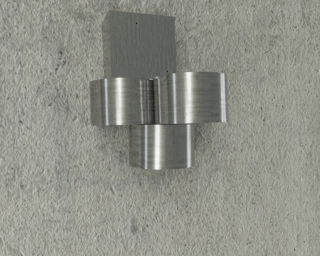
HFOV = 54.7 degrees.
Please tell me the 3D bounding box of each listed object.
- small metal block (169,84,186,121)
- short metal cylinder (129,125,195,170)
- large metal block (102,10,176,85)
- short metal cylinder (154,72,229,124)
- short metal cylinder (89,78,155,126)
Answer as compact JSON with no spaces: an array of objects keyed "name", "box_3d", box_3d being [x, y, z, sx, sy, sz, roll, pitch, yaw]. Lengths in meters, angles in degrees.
[{"name":"small metal block","box_3d":[0.014,-0.030,0.405,0.025,0.050,0.050,1,90,-20]},{"name":"short metal cylinder","box_3d":[0.002,0.021,0.383,0.081,0.080,0.050,0,90,-20]},{"name":"large metal block","box_3d":[-0.027,-0.095,0.388,0.081,0.050,0.080,-2,91,-20]},{"name":"short metal cylinder","box_3d":[0.034,-0.030,0.341,0.081,0.080,0.050,-2,91,-20]},{"name":"short metal cylinder","box_3d":[-0.041,-0.029,0.366,0.081,0.080,0.050,-2,91,-20]}]
